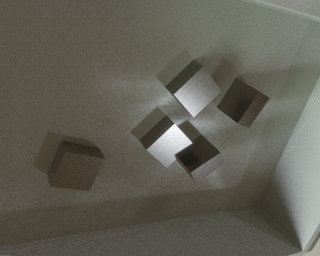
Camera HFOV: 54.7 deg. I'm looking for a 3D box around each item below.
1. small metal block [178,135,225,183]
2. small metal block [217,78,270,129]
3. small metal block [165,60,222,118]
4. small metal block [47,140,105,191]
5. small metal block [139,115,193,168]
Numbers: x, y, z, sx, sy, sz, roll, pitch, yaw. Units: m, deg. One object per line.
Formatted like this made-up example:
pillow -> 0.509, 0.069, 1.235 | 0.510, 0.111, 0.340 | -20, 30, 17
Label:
small metal block -> 0.057, 0.044, 0.450 | 0.050, 0.050, 0.025 | -32, 129, -7
small metal block -> 0.115, -0.035, 0.433 | 0.025, 0.050, 0.050 | 21, 107, -36
small metal block -> 0.044, -0.050, 0.401 | 0.050, 0.025, 0.050 | -44, 129, 2
small metal block -> -0.104, 0.048, 0.381 | 0.050, 0.025, 0.050 | 16, 110, -35
small metal block -> 0.009, 0.019, 0.425 | 0.050, 0.025, 0.050 | -43, 129, 1
